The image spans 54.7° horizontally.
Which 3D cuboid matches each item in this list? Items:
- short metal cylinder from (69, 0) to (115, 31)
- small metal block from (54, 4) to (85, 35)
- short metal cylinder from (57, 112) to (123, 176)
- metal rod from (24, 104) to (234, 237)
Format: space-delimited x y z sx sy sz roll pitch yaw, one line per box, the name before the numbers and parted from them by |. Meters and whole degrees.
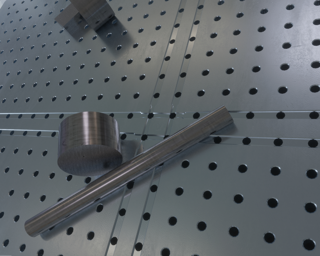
short metal cylinder | -0.130 -0.230 0.582 0.050 0.080 0.080 -40 51 2
small metal block | -0.185 -0.227 0.645 0.050 0.025 0.050 -45 51 -3
short metal cylinder | -0.092 0.023 0.407 0.080 0.080 0.050 -22 54 15
metal rod | -0.045 0.058 0.395 0.300 0.025 0.025 -31 52 8
